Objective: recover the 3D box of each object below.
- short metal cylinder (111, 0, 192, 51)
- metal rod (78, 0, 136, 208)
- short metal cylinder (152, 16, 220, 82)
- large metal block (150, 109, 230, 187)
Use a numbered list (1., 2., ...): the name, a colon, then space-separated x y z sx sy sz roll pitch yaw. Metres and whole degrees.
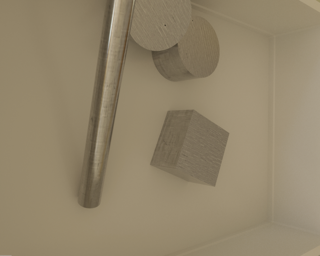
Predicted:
1. short metal cylinder: -0.011 -0.136 0.363 0.081 0.050 0.079 -13 121 -23
2. metal rod: -0.047 -0.053 0.290 0.025 0.025 0.298 -6 119 -40
3. short metal cylinder: 0.036 -0.106 0.422 0.081 0.050 0.079 -1 91 -41
4. large metal block: 0.043 0.028 0.429 0.080 0.050 0.080 29 72 -37
